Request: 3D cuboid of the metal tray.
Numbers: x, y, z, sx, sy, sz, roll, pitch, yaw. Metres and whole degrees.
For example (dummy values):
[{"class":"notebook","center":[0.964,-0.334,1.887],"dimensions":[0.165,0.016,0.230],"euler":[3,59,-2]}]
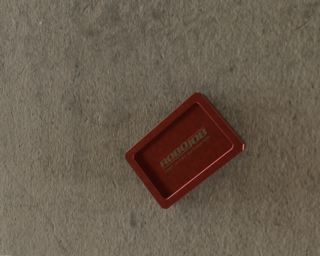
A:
[{"class":"metal tray","center":[0.030,0.029,0.394],"dimensions":[0.130,0.030,0.090],"euler":[-41,78,15]}]
